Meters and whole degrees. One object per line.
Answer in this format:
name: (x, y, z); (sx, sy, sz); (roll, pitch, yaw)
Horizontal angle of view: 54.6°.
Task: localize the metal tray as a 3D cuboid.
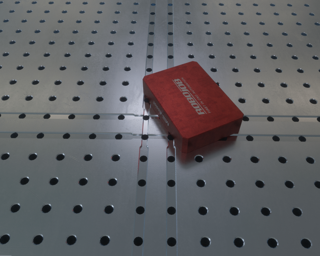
metal tray: (0.042, -0.035, 0.434); (0.091, 0.030, 0.130); (-20, 53, -16)
